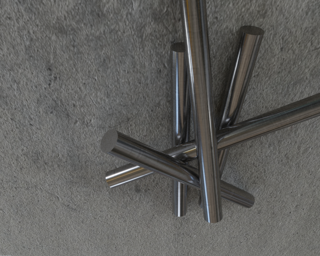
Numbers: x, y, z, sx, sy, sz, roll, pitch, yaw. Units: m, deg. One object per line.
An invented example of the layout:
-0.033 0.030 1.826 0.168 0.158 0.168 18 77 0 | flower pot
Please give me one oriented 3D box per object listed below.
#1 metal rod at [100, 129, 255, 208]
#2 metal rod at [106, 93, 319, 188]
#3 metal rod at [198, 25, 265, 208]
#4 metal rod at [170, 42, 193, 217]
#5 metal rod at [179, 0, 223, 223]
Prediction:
0.047 0.066 0.406 0.025 0.025 0.301 -35 139 26 | metal rod
0.065 0.019 0.389 0.300 0.025 0.025 -22 127 17 | metal rod
0.086 0.012 0.417 0.025 0.025 0.298 3 130 -3 | metal rod
0.028 0.026 0.429 0.025 0.025 0.298 -2 130 1 | metal rod
0.048 -0.017 0.344 0.025 0.025 0.298 -7 115 5 | metal rod
